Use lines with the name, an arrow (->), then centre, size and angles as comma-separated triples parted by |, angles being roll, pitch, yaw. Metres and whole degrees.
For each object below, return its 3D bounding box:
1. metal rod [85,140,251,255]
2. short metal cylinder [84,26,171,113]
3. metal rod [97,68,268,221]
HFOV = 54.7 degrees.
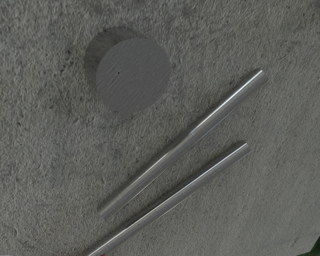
metal rod -> 0.017, 0.114, 0.488 | 0.301, 0.025, 0.025 | -34, 129, -6
short metal cylinder -> -0.036, -0.063, 0.333 | 0.081, 0.050, 0.079 | -14, 125, -21
metal rod -> 0.032, 0.023, 0.440 | 0.300, 0.025, 0.025 | -41, 130, 0
